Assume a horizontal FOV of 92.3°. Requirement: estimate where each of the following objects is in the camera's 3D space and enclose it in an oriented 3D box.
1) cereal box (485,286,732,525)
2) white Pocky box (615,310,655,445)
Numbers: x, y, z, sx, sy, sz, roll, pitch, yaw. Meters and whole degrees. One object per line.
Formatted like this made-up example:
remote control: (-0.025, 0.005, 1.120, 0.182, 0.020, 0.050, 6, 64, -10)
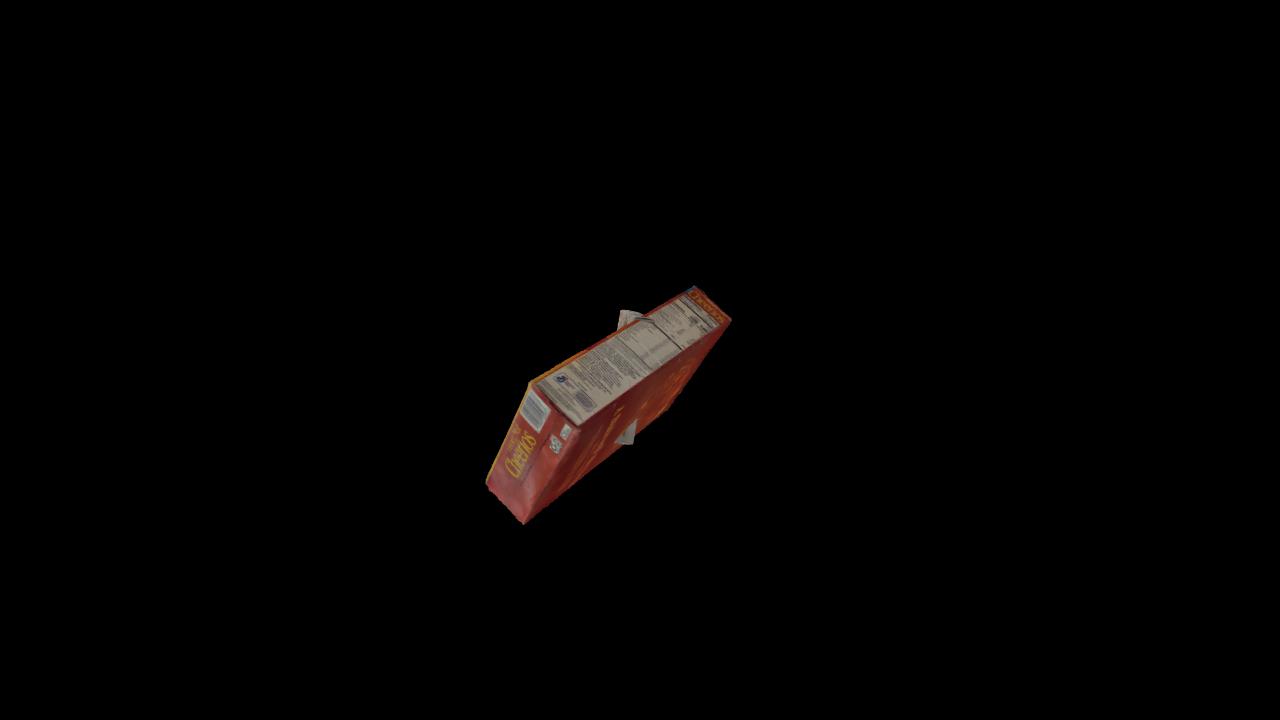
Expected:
cereal box: (-0.031, 0.046, 0.749, 0.306, 0.081, 0.203, -35, -17, -45)
white Pocky box: (-0.016, 0.019, 0.756, 0.028, 0.154, 0.084, 8, 9, -15)
